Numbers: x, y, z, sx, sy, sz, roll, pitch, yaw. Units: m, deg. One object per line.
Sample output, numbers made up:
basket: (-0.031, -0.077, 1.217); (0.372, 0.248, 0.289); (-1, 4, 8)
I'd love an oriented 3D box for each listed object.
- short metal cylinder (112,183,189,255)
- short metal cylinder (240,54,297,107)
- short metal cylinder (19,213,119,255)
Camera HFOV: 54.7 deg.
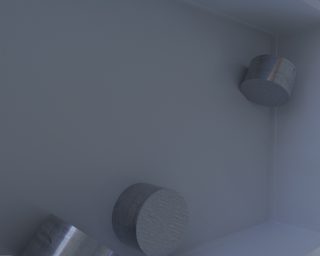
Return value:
short metal cylinder: (-0.011, 0.111, 0.381); (0.081, 0.050, 0.080); (0, 90, -40)
short metal cylinder: (0.183, -0.078, 0.524); (0.080, 0.080, 0.050); (39, 66, -33)
short metal cylinder: (-0.087, 0.125, 0.298); (0.080, 0.080, 0.050); (47, 62, -30)
